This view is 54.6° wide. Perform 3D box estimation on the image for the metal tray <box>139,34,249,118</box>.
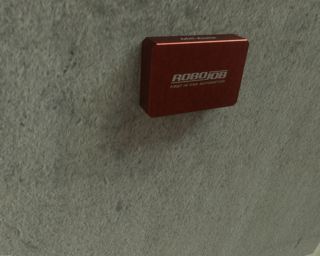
[{"bbox_3d":[0.042,-0.066,0.385,0.131,0.030,0.089,-10,123,-23],"label":"metal tray"}]
